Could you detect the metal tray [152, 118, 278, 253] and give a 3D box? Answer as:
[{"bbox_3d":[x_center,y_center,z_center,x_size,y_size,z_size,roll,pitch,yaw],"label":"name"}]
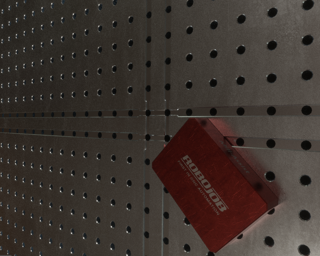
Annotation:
[{"bbox_3d":[0.056,0.062,0.358,0.090,0.030,0.130,-52,60,27],"label":"metal tray"}]
